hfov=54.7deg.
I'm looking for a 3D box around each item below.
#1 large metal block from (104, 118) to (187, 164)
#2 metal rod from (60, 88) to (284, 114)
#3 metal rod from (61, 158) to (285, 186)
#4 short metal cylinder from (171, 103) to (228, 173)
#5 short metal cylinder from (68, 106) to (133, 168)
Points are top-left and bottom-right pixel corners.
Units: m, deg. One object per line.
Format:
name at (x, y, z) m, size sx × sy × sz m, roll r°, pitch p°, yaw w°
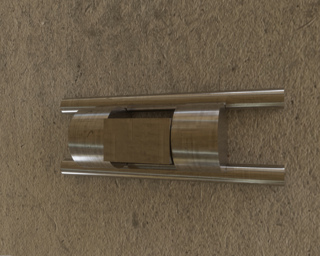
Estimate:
large metal block at (-0.014, 0.014, 0.383) m, size 0.080 × 0.080 × 0.050 m, roll 0°, pitch 90°, yaw 20°
metal rod at (0.002, -0.033, 0.410) m, size 0.301 × 0.025 × 0.025 m, roll 0°, pitch 90°, yaw 19°
metal rod at (0.002, 0.056, 0.409) m, size 0.301 × 0.025 × 0.025 m, roll 0°, pitch 90°, yaw 19°
short metal cylinder at (0.049, 0.012, 0.363) m, size 0.050 × 0.080 × 0.080 m, roll -1°, pitch 90°, yaw 20°
short metal cylinder at (-0.075, 0.012, 0.407) m, size 0.050 × 0.080 × 0.080 m, roll -1°, pitch 90°, yaw 20°
